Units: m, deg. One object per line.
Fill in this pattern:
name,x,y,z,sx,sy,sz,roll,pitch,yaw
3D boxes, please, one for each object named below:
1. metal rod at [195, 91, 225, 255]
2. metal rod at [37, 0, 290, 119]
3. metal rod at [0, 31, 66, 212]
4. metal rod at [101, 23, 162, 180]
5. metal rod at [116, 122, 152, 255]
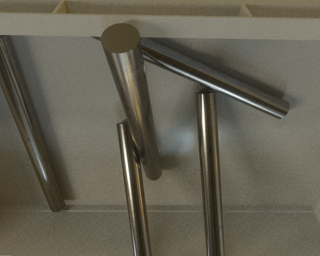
metal rod,0.070,0.100,0.412,0.025,0.025,0.298,-5,104,3
metal rod,0.020,-0.073,0.346,0.302,0.025,0.025,20,127,-17
metal rod,-0.172,0.017,0.420,0.025,0.025,0.298,-1,130,0
metal rod,-0.017,0.005,0.333,0.025,0.025,0.299,-3,155,2
metal rod,-0.028,0.139,0.427,0.025,0.025,0.298,-6,98,4
